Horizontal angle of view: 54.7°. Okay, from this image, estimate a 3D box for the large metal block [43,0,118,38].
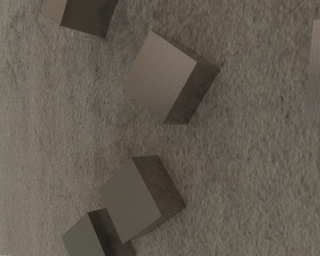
[{"bbox_3d":[-0.115,-0.189,0.461,0.050,0.081,0.079,36,112,34],"label":"large metal block"}]

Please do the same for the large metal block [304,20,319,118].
[{"bbox_3d":[0.169,-0.045,0.249,0.080,0.050,0.079,7,94,39],"label":"large metal block"}]

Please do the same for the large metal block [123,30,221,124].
[{"bbox_3d":[0.012,-0.060,0.377,0.080,0.050,0.080,43,116,31],"label":"large metal block"}]

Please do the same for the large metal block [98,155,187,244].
[{"bbox_3d":[-0.025,0.092,0.407,0.080,0.050,0.080,-44,64,30],"label":"large metal block"}]

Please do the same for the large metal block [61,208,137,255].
[{"bbox_3d":[-0.093,0.176,0.463,0.080,0.050,0.080,-44,64,30],"label":"large metal block"}]
